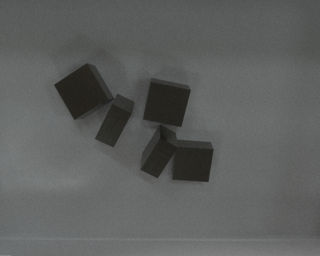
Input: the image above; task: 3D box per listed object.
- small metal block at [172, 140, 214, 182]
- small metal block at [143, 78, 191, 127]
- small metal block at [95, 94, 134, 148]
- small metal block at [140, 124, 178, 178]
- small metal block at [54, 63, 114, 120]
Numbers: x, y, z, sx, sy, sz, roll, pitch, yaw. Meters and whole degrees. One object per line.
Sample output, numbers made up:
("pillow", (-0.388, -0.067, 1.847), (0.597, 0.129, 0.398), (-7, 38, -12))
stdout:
("small metal block", (0.044, 0.045, 0.429), (0.050, 0.025, 0.050), (4, 110, -2))
("small metal block", (0.008, -0.033, 0.399), (0.050, 0.025, 0.050), (11, 110, -5))
("small metal block", (-0.056, -0.011, 0.393), (0.025, 0.050, 0.050), (26, 108, -10))
("small metal block", (-0.001, 0.030, 0.409), (0.025, 0.050, 0.050), (28, 107, -10))
("small metal block", (-0.094, -0.045, 0.386), (0.050, 0.025, 0.050), (-31, 89, 10))
